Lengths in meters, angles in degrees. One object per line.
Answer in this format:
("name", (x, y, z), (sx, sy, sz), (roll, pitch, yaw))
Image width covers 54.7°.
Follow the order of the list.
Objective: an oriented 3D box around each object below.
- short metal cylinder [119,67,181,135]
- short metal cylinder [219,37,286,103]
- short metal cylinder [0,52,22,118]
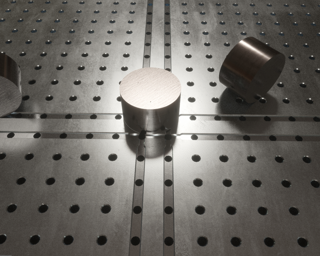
("short metal cylinder", (-0.013, -0.038, 0.423), (0.081, 0.050, 0.080), (0, 50, 0))
("short metal cylinder", (0.131, -0.082, 0.443), (0.081, 0.080, 0.050), (-32, 57, -24))
("short metal cylinder", (-0.231, -0.058, 0.418), (0.081, 0.080, 0.050), (-13, 52, -11))
